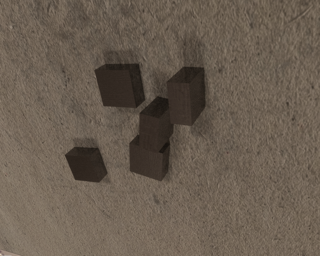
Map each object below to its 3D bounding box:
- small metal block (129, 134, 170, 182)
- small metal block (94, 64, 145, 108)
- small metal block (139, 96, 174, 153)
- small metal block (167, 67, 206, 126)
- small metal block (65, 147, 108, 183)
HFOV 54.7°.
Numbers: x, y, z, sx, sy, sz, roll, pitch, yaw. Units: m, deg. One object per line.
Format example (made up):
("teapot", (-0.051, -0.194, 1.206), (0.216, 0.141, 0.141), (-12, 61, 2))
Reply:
("small metal block", (-0.015, 0.042, 0.439), (0.050, 0.025, 0.050), (15, 125, 19))
("small metal block", (-0.051, -0.055, 0.398), (0.050, 0.025, 0.050), (5, 121, 25))
("small metal block", (-0.003, -0.005, 0.388), (0.025, 0.050, 0.050), (15, 125, 19))
("small metal block", (0.031, -0.037, 0.350), (0.025, 0.050, 0.050), (7, 122, 24))
("small metal block", (-0.120, 0.059, 0.504), (0.050, 0.025, 0.050), (0, 119, 27))
